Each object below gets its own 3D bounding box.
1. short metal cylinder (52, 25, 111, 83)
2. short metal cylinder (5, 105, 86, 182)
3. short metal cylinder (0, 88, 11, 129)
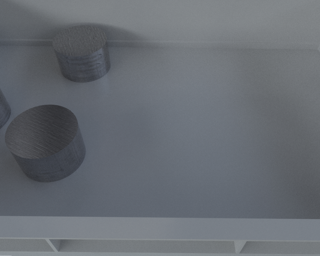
[{"bbox_3d":[-0.121,-0.117,0.485,0.081,0.050,0.080,0,50,0],"label":"short metal cylinder"},{"bbox_3d":[-0.135,0.018,0.372,0.081,0.050,0.080,0,50,0],"label":"short metal cylinder"},{"bbox_3d":[-0.250,-0.031,0.411,0.081,0.050,0.080,0,50,0],"label":"short metal cylinder"}]
